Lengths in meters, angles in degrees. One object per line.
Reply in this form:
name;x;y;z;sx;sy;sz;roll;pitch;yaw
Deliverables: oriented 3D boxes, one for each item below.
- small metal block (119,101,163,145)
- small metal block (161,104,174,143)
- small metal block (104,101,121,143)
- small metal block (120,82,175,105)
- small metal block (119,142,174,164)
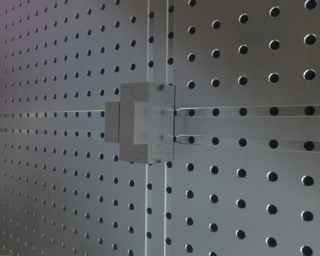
small metal block;-0.022;-0.006;0.380;0.025;0.050;0.050;3;92;41
small metal block;-0.009;-0.007;0.417;0.050;0.025;0.050;2;92;41
small metal block;-0.043;-0.007;0.396;0.025;0.050;0.050;2;92;40
small metal block;-0.016;-0.044;0.407;0.050;0.050;0.025;3;92;40
small metal block;-0.017;0.030;0.408;0.050;0.050;0.025;2;91;40
